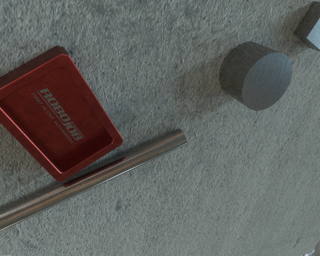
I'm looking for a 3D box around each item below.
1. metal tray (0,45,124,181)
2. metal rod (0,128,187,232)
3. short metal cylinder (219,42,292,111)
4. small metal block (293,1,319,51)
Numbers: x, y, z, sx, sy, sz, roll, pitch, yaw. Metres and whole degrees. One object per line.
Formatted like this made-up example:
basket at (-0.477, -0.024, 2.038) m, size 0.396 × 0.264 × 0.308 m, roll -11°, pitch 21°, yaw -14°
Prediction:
metal tray at (-0.109, -0.010, 0.337) m, size 0.090 × 0.030 × 0.130 m, roll -33°, pitch 129°, yaw -7°
metal rod at (-0.102, 0.071, 0.394) m, size 0.302 × 0.025 × 0.025 m, roll -24°, pitch 127°, yaw -14°
short metal cylinder at (0.128, -0.070, 0.418) m, size 0.081 × 0.050 × 0.079 m, roll -14°, pitch 124°, yaw -21°
small metal block at (0.227, -0.144, 0.442) m, size 0.050 × 0.025 × 0.050 m, roll 19°, pitch 108°, yaw -36°
